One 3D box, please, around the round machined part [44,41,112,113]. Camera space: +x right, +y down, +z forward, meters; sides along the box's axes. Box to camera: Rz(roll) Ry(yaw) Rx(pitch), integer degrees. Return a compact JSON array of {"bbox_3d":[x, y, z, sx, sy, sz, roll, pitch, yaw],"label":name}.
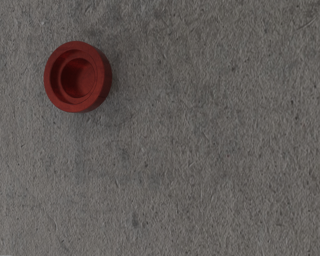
[{"bbox_3d":[-0.111,-0.070,0.439,0.098,0.042,0.097,0,90,20],"label":"round machined part"}]
